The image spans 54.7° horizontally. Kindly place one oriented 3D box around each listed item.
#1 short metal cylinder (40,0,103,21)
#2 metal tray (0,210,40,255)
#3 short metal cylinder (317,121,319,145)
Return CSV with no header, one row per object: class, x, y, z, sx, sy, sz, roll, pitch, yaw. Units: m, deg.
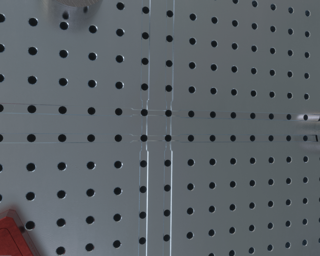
short metal cylinder,-0.102,-0.172,0.361,0.081,0.050,0.080,0,90,-20
metal tray,-0.179,0.170,0.344,0.091,0.030,0.129,-27,99,-18
short metal cylinder,0.312,0.009,0.514,0.081,0.050,0.080,0,90,-20
